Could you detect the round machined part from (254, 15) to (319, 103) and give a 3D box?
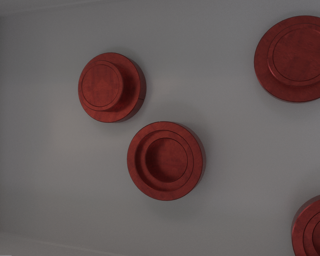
[{"bbox_3d":[0.156,-0.077,0.346,0.098,0.042,0.097,0,90,20],"label":"round machined part"}]

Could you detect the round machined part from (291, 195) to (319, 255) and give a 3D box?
[{"bbox_3d":[0.194,0.117,0.333,0.098,0.042,0.097,0,90,20],"label":"round machined part"}]

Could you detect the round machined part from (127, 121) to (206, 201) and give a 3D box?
[{"bbox_3d":[0.011,0.040,0.398,0.098,0.042,0.097,0,90,20],"label":"round machined part"}]

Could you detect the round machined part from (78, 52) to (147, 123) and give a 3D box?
[{"bbox_3d":[-0.072,-0.056,0.427,0.098,0.042,0.097,0,90,20],"label":"round machined part"}]
